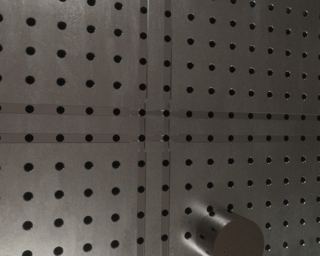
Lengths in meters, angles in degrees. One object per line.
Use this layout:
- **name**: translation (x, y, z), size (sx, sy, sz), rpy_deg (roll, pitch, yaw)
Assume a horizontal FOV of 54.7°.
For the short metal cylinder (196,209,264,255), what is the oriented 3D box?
- **short metal cylinder**: translation (0.098, 0.161, 0.437), size (0.081, 0.050, 0.079), rpy_deg (0, 90, -21)
